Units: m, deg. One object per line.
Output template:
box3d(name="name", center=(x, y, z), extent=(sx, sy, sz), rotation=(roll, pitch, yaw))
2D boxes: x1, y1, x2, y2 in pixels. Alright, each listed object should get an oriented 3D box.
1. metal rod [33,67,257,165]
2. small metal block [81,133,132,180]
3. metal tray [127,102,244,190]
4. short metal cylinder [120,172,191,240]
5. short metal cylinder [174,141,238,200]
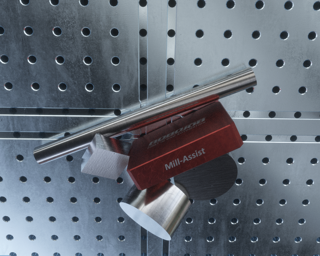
box3d(name="metal rod", center=(-0.024, -0.013, 0.404), extent=(0.301, 0.025, 0.025), rotation=(-20, 109, 7))
box3d(name="small metal block", center=(-0.071, 0.039, 0.410), extent=(0.050, 0.025, 0.050), rotation=(18, 126, -27))
box3d(name="metal tray", center=(0.027, 0.018, 0.382), extent=(0.130, 0.090, 0.030), rotation=(-25, 108, 9))
box3d(name="short metal cylinder", center=(-0.006, 0.103, 0.411), extent=(0.080, 0.080, 0.050), rotation=(45, 63, -15))
box3d(name="short metal cylinder", center=(0.056, 0.048, 0.409), extent=(0.081, 0.050, 0.079), rotation=(-2, 119, -4))
